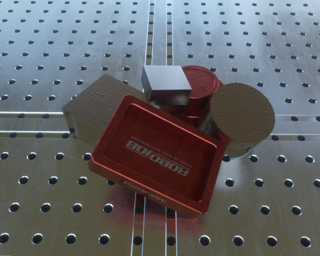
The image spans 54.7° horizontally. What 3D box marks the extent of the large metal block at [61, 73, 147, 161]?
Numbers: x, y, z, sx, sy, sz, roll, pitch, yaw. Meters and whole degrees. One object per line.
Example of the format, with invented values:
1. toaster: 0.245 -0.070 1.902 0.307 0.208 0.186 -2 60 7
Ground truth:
1. large metal block: -0.065 -0.016 0.404 0.080 0.050 0.080 29 56 22

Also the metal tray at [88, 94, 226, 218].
1. metal tray: 0.000 0.030 0.341 0.131 0.030 0.090 27 59 -6

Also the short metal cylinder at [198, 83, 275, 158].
1. short metal cylinder: 0.093 -0.009 0.384 0.081 0.050 0.080 5 64 -10

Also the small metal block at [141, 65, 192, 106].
1. small metal block: 0.007 -0.055 0.393 0.050 0.025 0.050 -3 46 -17

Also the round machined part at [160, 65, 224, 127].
1. round machined part: 0.047 -0.052 0.440 0.099 0.042 0.098 0 50 0
